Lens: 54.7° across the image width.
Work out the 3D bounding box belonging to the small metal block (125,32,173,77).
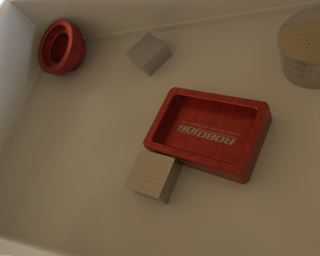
[{"bbox_3d":[-0.017,-0.116,0.484,0.050,0.025,0.050,-44,51,-3],"label":"small metal block"}]

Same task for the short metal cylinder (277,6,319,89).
[{"bbox_3d":[0.179,-0.091,0.352,0.080,0.050,0.080,-13,56,20],"label":"short metal cylinder"}]

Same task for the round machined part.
[{"bbox_3d":[-0.171,-0.140,0.554,0.098,0.042,0.098,-7,77,35],"label":"round machined part"}]

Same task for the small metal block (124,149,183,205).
[{"bbox_3d":[-0.007,0.058,0.373,0.050,0.025,0.050,12,67,32],"label":"small metal block"}]

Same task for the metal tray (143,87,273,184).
[{"bbox_3d":[0.054,0.004,0.370,0.130,0.030,0.090,14,69,33],"label":"metal tray"}]
